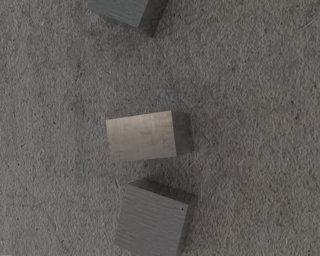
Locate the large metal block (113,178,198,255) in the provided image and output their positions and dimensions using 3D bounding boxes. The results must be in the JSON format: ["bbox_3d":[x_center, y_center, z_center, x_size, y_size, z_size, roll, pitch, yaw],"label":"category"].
[{"bbox_3d":[-0.004,0.117,0.397,0.080,0.050,0.080,15,95,19],"label":"large metal block"}]

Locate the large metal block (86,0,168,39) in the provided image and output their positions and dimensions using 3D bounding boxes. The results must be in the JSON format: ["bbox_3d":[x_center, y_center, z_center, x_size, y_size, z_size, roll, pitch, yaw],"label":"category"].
[{"bbox_3d":[-0.037,-0.176,0.409,0.080,0.050,0.080,26,99,18],"label":"large metal block"}]

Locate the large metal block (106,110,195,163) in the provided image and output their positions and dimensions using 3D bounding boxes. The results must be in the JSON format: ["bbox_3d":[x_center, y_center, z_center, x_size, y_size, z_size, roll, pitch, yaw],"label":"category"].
[{"bbox_3d":[-0.009,0.010,0.383,0.080,0.080,0.050,-7,88,20],"label":"large metal block"}]
